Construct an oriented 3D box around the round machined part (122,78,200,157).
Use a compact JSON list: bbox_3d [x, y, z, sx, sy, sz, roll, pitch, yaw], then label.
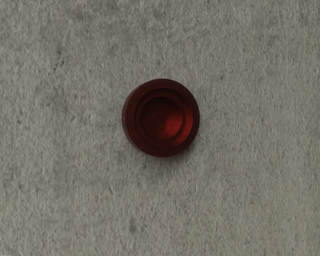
[{"bbox_3d":[-0.002,-0.013,0.400,0.099,0.042,0.097,0,90,-20],"label":"round machined part"}]
